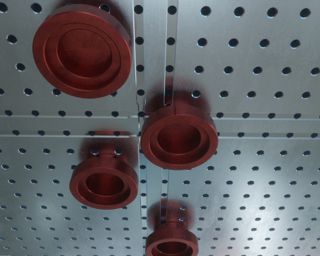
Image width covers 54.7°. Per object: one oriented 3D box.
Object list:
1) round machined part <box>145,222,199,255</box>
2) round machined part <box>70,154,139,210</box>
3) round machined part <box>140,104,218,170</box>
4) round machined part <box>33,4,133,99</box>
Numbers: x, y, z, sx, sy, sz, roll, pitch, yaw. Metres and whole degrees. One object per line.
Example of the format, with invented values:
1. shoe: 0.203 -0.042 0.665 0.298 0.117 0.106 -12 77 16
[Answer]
1. round machined part: 0.022 0.214 0.584 0.099 0.042 0.097 -1 130 0
2. round machined part: -0.081 0.077 0.465 0.099 0.042 0.097 -1 130 0
3. round machined part: 0.024 0.008 0.408 0.099 0.042 0.097 -1 130 0
4. round machined part: -0.078 -0.083 0.329 0.099 0.042 0.097 -1 130 0
